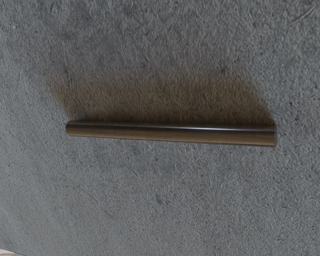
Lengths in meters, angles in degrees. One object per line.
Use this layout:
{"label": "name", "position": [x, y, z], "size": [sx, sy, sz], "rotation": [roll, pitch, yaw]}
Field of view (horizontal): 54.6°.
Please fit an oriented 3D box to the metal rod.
{"label": "metal rod", "position": [-0.004, 0.005, 0.414], "size": [0.300, 0.025, 0.025], "rotation": [2, 119, 27]}
